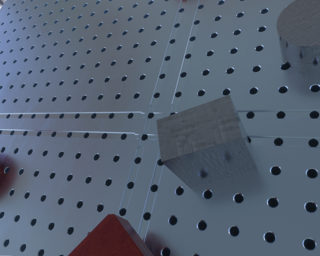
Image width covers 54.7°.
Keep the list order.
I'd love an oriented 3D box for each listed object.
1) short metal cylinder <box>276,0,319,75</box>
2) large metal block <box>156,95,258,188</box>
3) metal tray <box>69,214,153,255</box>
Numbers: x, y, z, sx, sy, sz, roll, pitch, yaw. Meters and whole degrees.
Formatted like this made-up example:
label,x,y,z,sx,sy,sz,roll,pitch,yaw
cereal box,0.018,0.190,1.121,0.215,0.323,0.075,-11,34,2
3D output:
label,x,y,z,sx,sy,sz,roll,pitch,yaw
short metal cylinder,0.183,-0.110,0.364,0.080,0.050,0.080,-13,56,21
large metal block,0.052,0.019,0.334,0.080,0.080,0.050,-19,55,17
metal tray,-0.038,0.158,0.289,0.090,0.030,0.130,-46,51,-4
